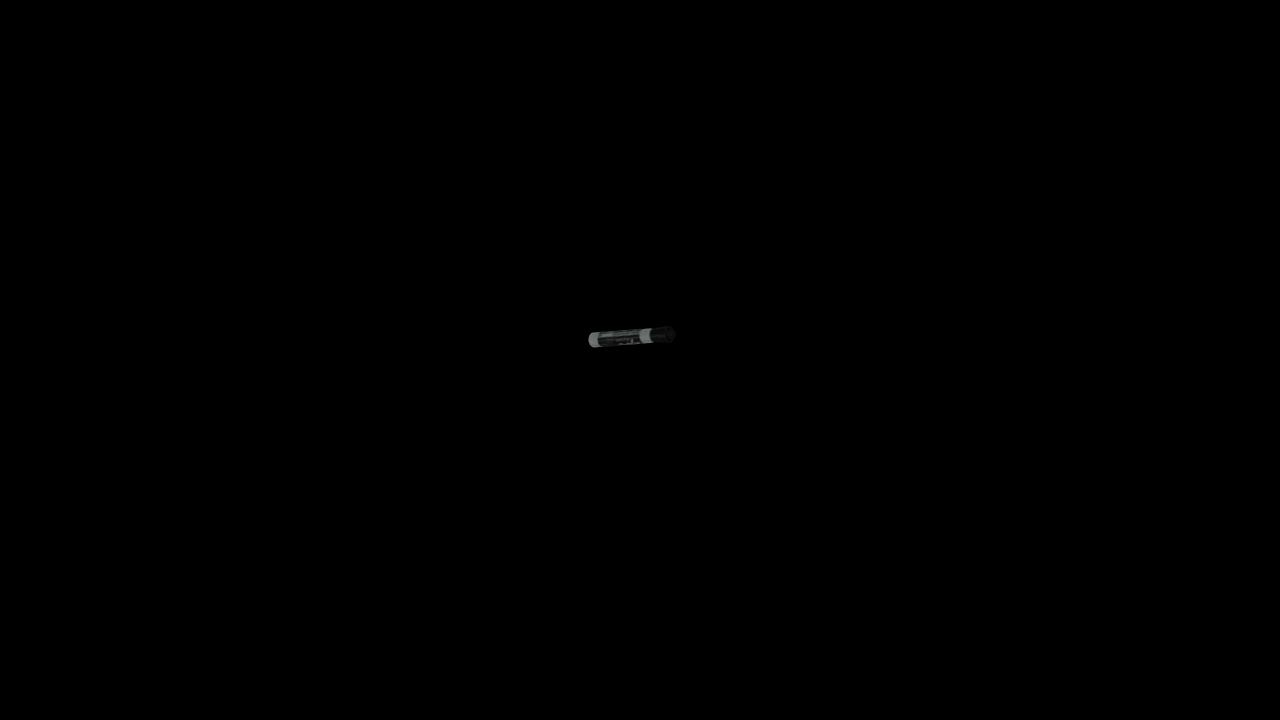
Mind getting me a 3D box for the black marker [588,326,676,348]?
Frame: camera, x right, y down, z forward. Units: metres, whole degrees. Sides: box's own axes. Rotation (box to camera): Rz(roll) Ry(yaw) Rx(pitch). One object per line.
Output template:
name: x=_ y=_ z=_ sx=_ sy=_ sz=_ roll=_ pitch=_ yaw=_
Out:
black marker: x=-0.010 y=-0.027 z=0.720 sx=0.121 sy=0.020 sz=0.020 roll=-3 pitch=-2 yaw=38
